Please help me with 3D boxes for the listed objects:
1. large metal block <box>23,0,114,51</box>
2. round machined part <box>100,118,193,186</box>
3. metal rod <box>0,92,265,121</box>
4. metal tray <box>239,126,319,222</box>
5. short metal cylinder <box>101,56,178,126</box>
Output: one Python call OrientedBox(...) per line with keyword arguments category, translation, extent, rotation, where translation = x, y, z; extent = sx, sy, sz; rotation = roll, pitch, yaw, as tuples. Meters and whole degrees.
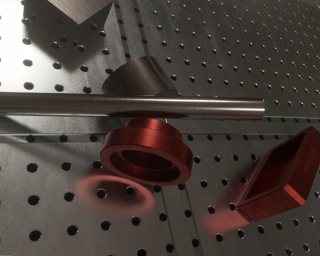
OrientedBox(category="large metal block", translation=(-0.125, -0.167, 0.428), extent=(0.080, 0.050, 0.080), rotation=(38, 51, -3))
OrientedBox(category="round machined part", translation=(-0.012, 0.025, 0.340), extent=(0.099, 0.098, 0.042), rotation=(22, 58, -15))
OrientedBox(category="metal rod", translation=(-0.041, -0.023, 0.331), extent=(0.302, 0.025, 0.025), rotation=(1, 59, -3))
OrientedBox(category="metal tray", translation=(0.169, 0.061, 0.422), extent=(0.030, 0.090, 0.131), rotation=(44, 51, 1))
OrientedBox(category="short metal cylinder", translation=(-0.025, -0.044, 0.388), extent=(0.081, 0.080, 0.050), rotation=(-23, 74, -37))
